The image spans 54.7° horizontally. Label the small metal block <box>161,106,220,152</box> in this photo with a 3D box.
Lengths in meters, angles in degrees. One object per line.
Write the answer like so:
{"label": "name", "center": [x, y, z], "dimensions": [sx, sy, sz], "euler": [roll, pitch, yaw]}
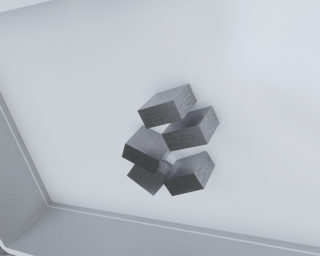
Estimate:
{"label": "small metal block", "center": [0.038, 0.001, 0.372], "dimensions": [0.050, 0.050, 0.025], "euler": [-14, 111, 33]}

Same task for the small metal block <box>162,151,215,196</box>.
{"label": "small metal block", "center": [0.039, 0.060, 0.408], "dimensions": [0.050, 0.050, 0.025], "euler": [-22, 107, 36]}

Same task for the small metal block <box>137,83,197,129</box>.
{"label": "small metal block", "center": [0.010, -0.026, 0.370], "dimensions": [0.050, 0.050, 0.025], "euler": [-13, 112, 33]}

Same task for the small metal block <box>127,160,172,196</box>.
{"label": "small metal block", "center": [-0.013, 0.064, 0.454], "dimensions": [0.050, 0.025, 0.050], "euler": [37, 129, 3]}

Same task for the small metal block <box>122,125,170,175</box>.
{"label": "small metal block", "center": [-0.015, 0.028, 0.416], "dimensions": [0.050, 0.050, 0.025], "euler": [27, 128, 11]}
